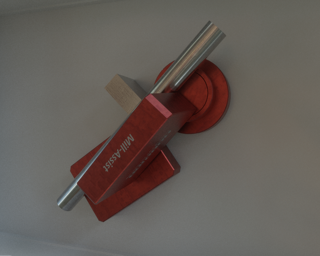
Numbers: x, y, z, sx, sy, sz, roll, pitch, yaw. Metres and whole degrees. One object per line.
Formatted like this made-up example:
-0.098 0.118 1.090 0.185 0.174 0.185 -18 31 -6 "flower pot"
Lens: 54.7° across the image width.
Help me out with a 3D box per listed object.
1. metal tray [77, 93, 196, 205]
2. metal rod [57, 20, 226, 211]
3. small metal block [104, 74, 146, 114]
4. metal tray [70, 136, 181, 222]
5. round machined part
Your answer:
-0.023 0.019 0.341 0.030 0.090 0.129 44 110 11 "metal tray"
-0.034 -0.002 0.378 0.025 0.025 0.299 47 108 14 "metal rod"
-0.037 -0.042 0.408 0.025 0.050 0.050 -46 76 14 "small metal block"
-0.049 0.056 0.423 0.130 0.030 0.090 -36 79 16 "metal tray"
0.036 -0.041 0.386 0.098 0.042 0.097 0 90 19 "round machined part"
